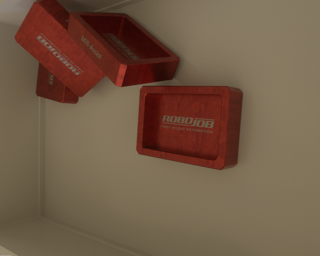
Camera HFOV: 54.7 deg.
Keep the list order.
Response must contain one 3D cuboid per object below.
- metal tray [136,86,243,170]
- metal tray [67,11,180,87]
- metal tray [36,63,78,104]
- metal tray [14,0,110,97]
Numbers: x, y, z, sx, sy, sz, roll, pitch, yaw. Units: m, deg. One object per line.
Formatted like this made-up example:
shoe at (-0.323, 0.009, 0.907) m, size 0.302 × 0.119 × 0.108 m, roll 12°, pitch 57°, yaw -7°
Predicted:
metal tray at (0.030, -0.005, 0.376) m, size 0.130 × 0.030 × 0.089 m, roll 7°, pitch 94°, yaw 39°
metal tray at (-0.048, -0.106, 0.399) m, size 0.130 × 0.091 × 0.030 m, roll 47°, pitch 133°, yaw 29°
metal tray at (-0.176, -0.114, 0.545) m, size 0.090 × 0.030 × 0.129 m, roll 16°, pitch 100°, yaw 38°
metal tray at (-0.139, -0.115, 0.458) m, size 0.130 × 0.030 × 0.090 m, roll 43°, pitch 135°, yaw -17°
